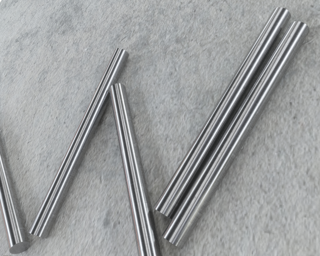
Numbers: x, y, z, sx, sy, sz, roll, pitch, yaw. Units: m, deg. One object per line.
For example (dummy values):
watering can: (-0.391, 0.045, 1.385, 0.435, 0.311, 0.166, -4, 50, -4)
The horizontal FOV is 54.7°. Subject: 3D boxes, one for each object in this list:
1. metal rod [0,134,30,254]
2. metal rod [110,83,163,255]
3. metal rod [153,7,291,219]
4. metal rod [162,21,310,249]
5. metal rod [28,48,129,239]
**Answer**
metal rod: (-0.255, 0.065, 0.495, 0.025, 0.025, 0.300, -40, 51, 1)
metal rod: (-0.032, 0.057, 0.383, 0.025, 0.025, 0.299, -25, 53, 12)
metal rod: (0.082, -0.028, 0.376, 0.025, 0.025, 0.300, 23, 74, 36)
metal rod: (0.094, -0.003, 0.355, 0.025, 0.025, 0.300, 24, 74, 36)
metal rod: (-0.110, 0.008, 0.454, 0.025, 0.025, 0.300, 6, 65, 30)
